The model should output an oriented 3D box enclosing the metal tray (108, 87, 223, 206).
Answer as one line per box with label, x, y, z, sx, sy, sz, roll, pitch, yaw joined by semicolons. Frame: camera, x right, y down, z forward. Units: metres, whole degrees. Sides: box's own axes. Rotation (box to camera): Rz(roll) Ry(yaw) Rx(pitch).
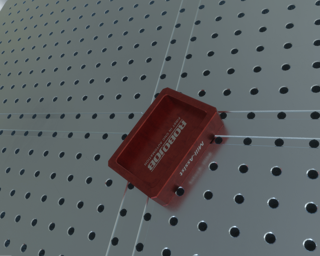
metal tray;0.006;0.019;0.391;0.090;0.030;0.130;29;77;37
